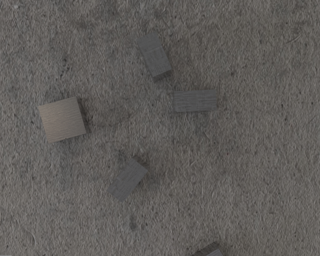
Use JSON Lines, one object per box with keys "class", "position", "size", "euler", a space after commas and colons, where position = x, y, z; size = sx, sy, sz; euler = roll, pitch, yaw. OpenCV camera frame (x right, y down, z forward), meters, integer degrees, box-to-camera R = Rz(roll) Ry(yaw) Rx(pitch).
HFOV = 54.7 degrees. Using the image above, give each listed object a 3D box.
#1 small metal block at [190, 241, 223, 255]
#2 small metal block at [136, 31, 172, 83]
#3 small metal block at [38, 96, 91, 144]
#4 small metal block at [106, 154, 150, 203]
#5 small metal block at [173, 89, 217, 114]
{"class": "small metal block", "position": [0.067, 0.189, 0.411], "size": [0.050, 0.025, 0.050], "euler": [-31, 90, 0]}
{"class": "small metal block", "position": [-0.007, -0.089, 0.397], "size": [0.025, 0.050, 0.050], "euler": [-24, 90, 0]}
{"class": "small metal block", "position": [-0.125, -0.010, 0.409], "size": [0.050, 0.025, 0.050], "euler": [-16, 90, 0]}
{"class": "small metal block", "position": [-0.039, 0.063, 0.397], "size": [0.025, 0.050, 0.050], "euler": [38, 90, 0]}
{"class": "small metal block", "position": [0.043, -0.033, 0.398], "size": [0.050, 0.050, 0.025], "euler": [-3, 90, 0]}
